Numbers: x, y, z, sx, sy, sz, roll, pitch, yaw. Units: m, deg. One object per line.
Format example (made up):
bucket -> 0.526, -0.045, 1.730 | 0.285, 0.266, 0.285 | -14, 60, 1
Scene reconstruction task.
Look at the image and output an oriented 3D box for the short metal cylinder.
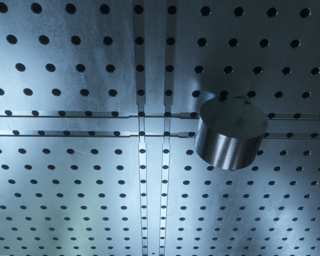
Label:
short metal cylinder -> 0.085, 0.005, 0.381 | 0.081, 0.080, 0.050 | 3, 130, -3
